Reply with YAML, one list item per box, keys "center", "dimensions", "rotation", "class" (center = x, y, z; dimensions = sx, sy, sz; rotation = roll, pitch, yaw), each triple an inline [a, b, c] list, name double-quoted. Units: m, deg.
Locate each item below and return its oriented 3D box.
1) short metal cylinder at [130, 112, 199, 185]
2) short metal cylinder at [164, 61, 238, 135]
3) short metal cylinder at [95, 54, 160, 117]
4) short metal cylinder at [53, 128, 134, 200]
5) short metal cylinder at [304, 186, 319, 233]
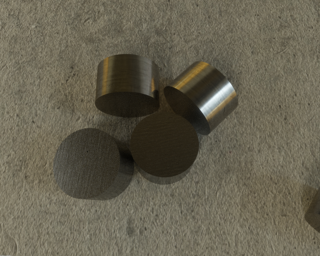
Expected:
- center: [0.005, 0.026, 0.385]
  dimensions: [0.081, 0.050, 0.080]
  rotation: [0, 70, 0]
  class: "short metal cylinder"
- center: [0.051, -0.037, 0.393]
  dimensions: [0.050, 0.080, 0.080]
  rotation: [-42, 76, -14]
  class: "short metal cylinder"
- center: [-0.041, -0.051, 0.397]
  dimensions: [0.081, 0.080, 0.050]
  rotation: [-1, 70, 0]
  class: "short metal cylinder"
- center: [-0.077, 0.045, 0.368]
  dimensions: [0.080, 0.050, 0.080]
  rotation: [-3, 74, 13]
  class: "short metal cylinder"
- center: [0.212, 0.098, 0.345]
  dimensions: [0.080, 0.080, 0.050]
  rotation: [33, 74, 11]
  class: "short metal cylinder"
